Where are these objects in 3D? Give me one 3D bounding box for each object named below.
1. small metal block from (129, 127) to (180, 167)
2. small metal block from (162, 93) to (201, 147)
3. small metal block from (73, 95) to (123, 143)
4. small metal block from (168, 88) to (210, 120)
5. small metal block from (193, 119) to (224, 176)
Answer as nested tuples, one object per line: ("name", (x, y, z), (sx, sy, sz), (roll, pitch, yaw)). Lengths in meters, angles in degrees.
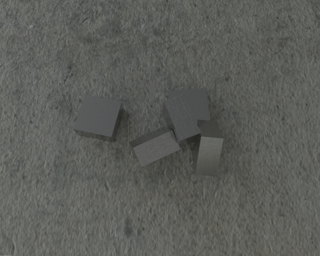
("small metal block", (-0.008, 0.022, 0.384), (0.050, 0.050, 0.025), (-24, 99, -9))
("small metal block", (0.024, -0.007, 0.372), (0.025, 0.050, 0.050), (-21, 78, -6))
("small metal block", (-0.080, -0.012, 0.412), (0.050, 0.025, 0.050), (12, 70, 4))
("small metal block", (0.038, -0.024, 0.418), (0.050, 0.025, 0.050), (-5, 70, -2))
("small metal block", (0.057, 0.023, 0.376), (0.025, 0.050, 0.050), (5, 114, -1))
